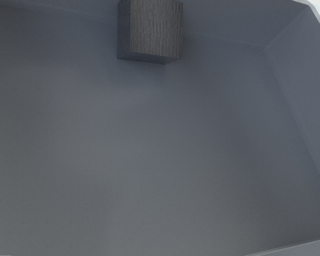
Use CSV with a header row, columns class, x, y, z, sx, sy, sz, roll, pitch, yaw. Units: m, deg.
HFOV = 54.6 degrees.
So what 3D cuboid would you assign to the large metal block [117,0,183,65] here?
class,x,y,z,sx,sy,sz,roll,pitch,yaw
large metal block,-0.015,-0.139,0.446,0.081,0.050,0.080,1,90,-28
